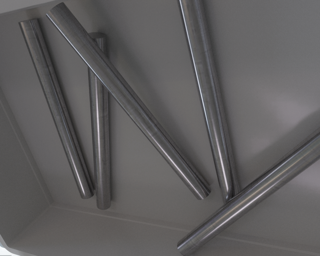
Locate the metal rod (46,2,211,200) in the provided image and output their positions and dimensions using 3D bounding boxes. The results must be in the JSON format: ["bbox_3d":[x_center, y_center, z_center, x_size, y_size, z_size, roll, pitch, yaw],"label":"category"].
[{"bbox_3d":[-0.028,-0.021,0.390,0.025,0.025,0.300,-26,111,37],"label":"metal rod"}]

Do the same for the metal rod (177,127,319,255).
[{"bbox_3d":[0.116,0.075,0.368,0.025,0.025,0.298,40,121,1],"label":"metal rod"}]

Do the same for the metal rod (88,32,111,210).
[{"bbox_3d":[-0.088,0.010,0.461,0.025,0.025,0.298,17,125,18],"label":"metal rod"}]

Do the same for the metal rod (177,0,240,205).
[{"bbox_3d":[0.064,-0.016,0.365,0.025,0.025,0.298,-2,118,29],"label":"metal rod"}]

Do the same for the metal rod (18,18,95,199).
[{"bbox_3d":[-0.152,-0.013,0.480,0.025,0.025,0.298,4,121,26],"label":"metal rod"}]
